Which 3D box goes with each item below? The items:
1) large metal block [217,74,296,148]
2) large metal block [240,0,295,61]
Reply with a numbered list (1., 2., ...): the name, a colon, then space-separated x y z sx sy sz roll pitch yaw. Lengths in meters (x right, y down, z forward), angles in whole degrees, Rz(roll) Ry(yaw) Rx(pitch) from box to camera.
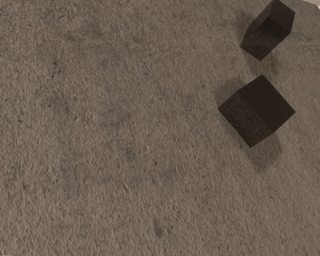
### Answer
1. large metal block: 0.153 -0.028 0.490 0.081 0.050 0.080 -32 80 -38
2. large metal block: 0.209 -0.191 0.601 0.050 0.080 0.080 34 51 -7
